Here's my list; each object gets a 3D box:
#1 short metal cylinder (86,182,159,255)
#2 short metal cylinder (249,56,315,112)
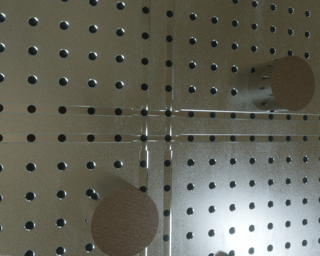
[{"bbox_3d":[-0.048,0.110,0.382,0.081,0.050,0.079,0,90,-20],"label":"short metal cylinder"},{"bbox_3d":[0.183,-0.064,0.466,0.081,0.050,0.079,0,90,-20],"label":"short metal cylinder"}]
